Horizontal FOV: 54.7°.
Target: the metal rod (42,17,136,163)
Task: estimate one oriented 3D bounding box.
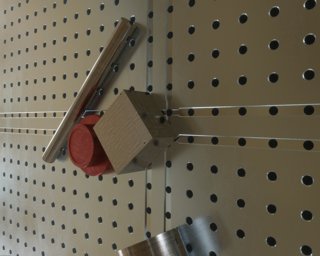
[{"bbox_3d":[-0.127,-0.048,0.514,0.298,0.025,0.025,-52,60,27],"label":"metal rod"}]

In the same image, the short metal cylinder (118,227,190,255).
[{"bbox_3d":[-0.005,0.160,0.378,0.080,0.081,0.050,-34,69,35],"label":"short metal cylinder"}]

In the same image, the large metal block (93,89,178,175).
[{"bbox_3d":[-0.036,0.006,0.423,0.080,0.050,0.080,-46,62,30],"label":"large metal block"}]

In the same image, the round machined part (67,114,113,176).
[{"bbox_3d":[-0.109,0.027,0.489,0.098,0.042,0.097,0,90,40],"label":"round machined part"}]
